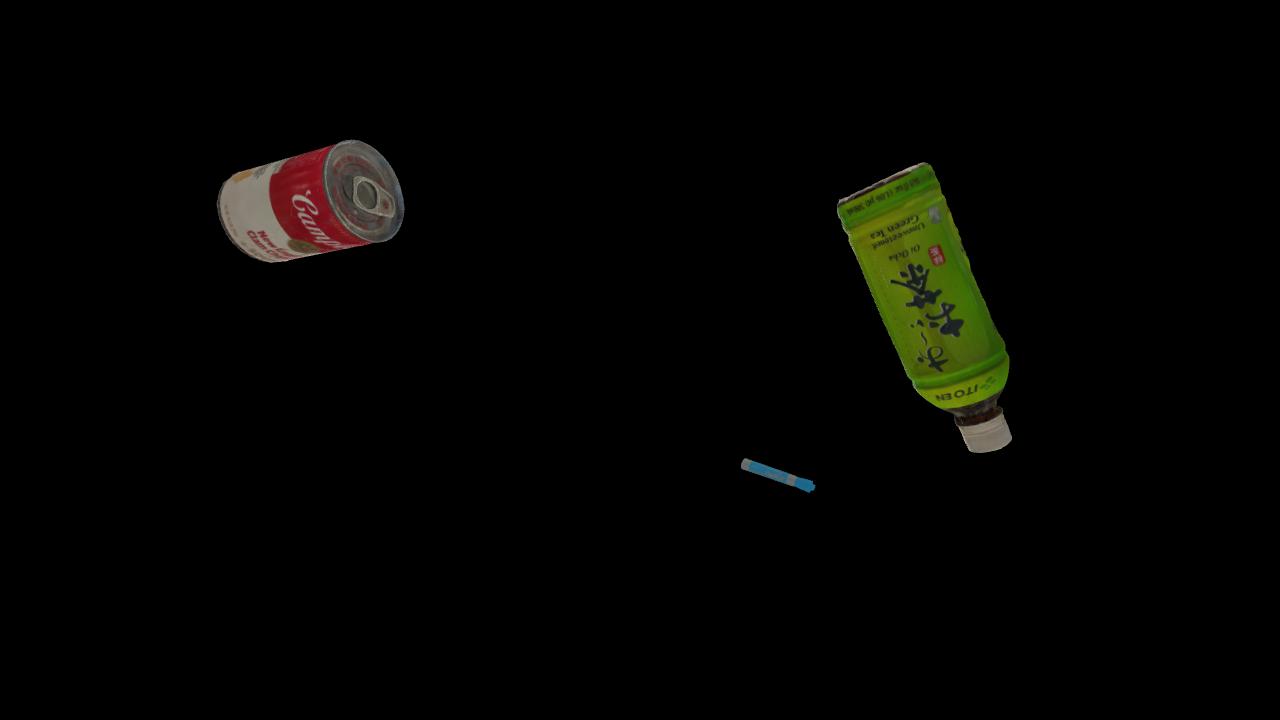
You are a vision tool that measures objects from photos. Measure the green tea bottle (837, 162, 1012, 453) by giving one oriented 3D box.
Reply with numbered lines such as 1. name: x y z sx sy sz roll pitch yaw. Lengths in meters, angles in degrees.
1. green tea bottle: 0.216 -0.033 0.450 0.073 0.212 0.073 -25 6 3

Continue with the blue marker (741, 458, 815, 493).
1. blue marker: 0.214 0.179 0.955 0.121 0.020 0.020 15 9 37

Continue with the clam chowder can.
1. clam chowder can: -0.228 -0.108 0.427 0.102 0.068 0.068 -5 -2 21
